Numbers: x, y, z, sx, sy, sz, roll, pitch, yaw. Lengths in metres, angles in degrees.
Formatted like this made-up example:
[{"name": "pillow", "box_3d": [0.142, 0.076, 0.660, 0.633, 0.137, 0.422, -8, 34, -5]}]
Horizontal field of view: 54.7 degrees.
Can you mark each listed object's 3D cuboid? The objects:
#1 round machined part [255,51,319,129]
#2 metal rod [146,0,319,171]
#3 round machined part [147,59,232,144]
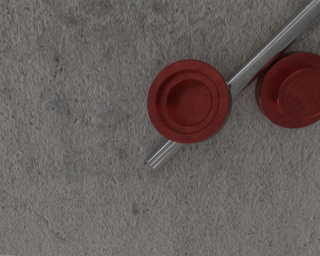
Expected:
[{"name": "round machined part", "box_3d": [0.174, -0.044, 0.386, 0.099, 0.042, 0.097, 0, 110, 0]}, {"name": "metal rod", "box_3d": [0.093, -0.053, 0.391, 0.025, 0.025, 0.299, 42, 105, -14]}, {"name": "round machined part", "box_3d": [0.038, -0.030, 0.375, 0.098, 0.042, 0.097, -1, 87, 22]}]
